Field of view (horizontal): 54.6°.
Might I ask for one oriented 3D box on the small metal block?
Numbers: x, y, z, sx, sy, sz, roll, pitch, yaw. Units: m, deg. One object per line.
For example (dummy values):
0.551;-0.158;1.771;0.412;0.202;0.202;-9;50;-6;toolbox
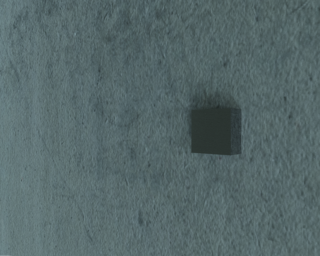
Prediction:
0.064;0.004;0.353;0.050;0.025;0.050;0;90;40;small metal block
